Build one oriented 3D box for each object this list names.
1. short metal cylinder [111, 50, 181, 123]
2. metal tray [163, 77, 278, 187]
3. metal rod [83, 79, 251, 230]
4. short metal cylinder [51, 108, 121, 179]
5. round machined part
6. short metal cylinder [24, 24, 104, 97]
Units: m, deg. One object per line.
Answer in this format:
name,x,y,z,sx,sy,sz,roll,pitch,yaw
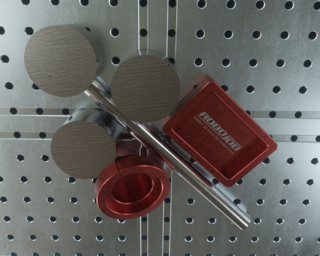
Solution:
short metal cylinder,-0.016,-0.052,0.380,0.081,0.050,0.079,0,110,0
metal tray,0.078,0.008,0.413,0.130,0.030,0.090,42,105,-14
metal rod,0.019,0.044,0.430,0.300,0.025,0.025,42,105,-14
short metal cylinder,-0.094,0.020,0.406,0.081,0.050,0.079,0,110,0
round machined part,-0.039,0.075,0.420,0.099,0.042,0.097,-11,127,-15
short metal cylinder,-0.111,-0.082,0.369,0.081,0.050,0.079,0,110,0
